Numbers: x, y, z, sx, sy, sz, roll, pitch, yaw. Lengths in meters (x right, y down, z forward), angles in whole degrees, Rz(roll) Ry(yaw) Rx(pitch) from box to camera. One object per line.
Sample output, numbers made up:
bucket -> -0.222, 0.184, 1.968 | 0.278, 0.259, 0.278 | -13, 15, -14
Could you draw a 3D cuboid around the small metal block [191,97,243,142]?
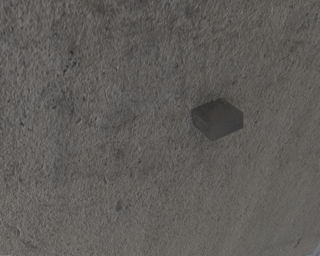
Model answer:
small metal block -> 0.078, -0.013, 0.424 | 0.050, 0.050, 0.025 | -22, 127, -15
